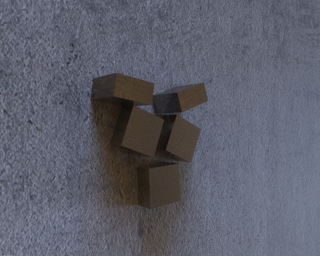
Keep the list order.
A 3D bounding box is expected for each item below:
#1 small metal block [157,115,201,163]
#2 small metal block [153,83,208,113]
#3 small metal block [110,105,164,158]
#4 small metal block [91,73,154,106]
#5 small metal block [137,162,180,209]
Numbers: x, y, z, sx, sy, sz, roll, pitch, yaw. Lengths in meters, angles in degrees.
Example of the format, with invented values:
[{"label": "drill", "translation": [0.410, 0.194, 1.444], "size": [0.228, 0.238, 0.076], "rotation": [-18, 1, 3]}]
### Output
[{"label": "small metal block", "translation": [0.025, 0.015, 0.425], "size": [0.050, 0.025, 0.050], "rotation": [29, 72, -36]}, {"label": "small metal block", "translation": [0.026, -0.039, 0.410], "size": [0.050, 0.050, 0.025], "rotation": [-24, 106, -37]}, {"label": "small metal block", "translation": [-0.027, 0.005, 0.381], "size": [0.050, 0.025, 0.050], "rotation": [25, 74, -37]}, {"label": "small metal block", "translation": [-0.043, -0.042, 0.352], "size": [0.050, 0.050, 0.025], "rotation": [9, 84, -40]}, {"label": "small metal block", "translation": [-0.001, 0.073, 0.403], "size": [0.050, 0.025, 0.050], "rotation": [-4, 93, -40]}]
